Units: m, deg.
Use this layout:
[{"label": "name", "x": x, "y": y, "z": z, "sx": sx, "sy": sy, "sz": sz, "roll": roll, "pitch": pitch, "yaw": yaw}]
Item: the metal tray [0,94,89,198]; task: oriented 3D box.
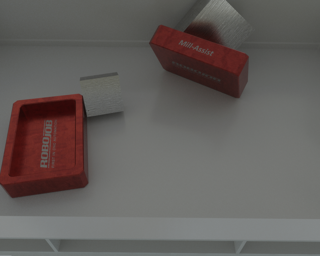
[{"label": "metal tray", "x": -0.139, "y": 0.016, "z": 0.386, "sx": 0.091, "sy": 0.030, "sz": 0.130, "roll": -7, "pitch": 50, "yaw": -7}]

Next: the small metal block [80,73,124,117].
[{"label": "small metal block", "x": -0.079, "y": -0.046, "z": 0.423, "sx": 0.050, "sy": 0.050, "sz": 0.025, "roll": -10, "pitch": 21, "yaw": -9}]

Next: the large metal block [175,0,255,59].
[{"label": "large metal block", "x": 0.080, "y": -0.149, "z": 0.468, "sx": 0.080, "sy": 0.080, "sz": 0.050, "roll": 34, "pitch": 22, "yaw": -25}]

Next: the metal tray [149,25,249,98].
[{"label": "metal tray", "x": 0.057, "y": -0.092, "z": 0.438, "sx": 0.130, "sy": 0.090, "sz": 0.030, "roll": 25, "pitch": 84, "yaw": 19}]
